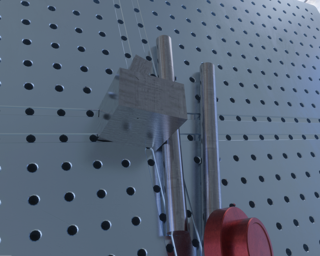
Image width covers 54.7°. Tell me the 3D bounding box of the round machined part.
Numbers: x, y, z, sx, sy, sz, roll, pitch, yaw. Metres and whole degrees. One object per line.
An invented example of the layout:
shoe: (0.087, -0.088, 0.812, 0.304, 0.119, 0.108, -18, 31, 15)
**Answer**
round machined part: (0.092, 0.136, 0.341, 0.098, 0.042, 0.098, 31, 49, -43)

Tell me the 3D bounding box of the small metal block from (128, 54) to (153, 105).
small metal block: (-0.037, -0.060, 0.410, 0.025, 0.050, 0.050, 27, 52, -12)

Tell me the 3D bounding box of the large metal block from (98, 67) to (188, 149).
large metal block: (-0.024, -0.019, 0.373, 0.081, 0.080, 0.050, 11, 57, -23)

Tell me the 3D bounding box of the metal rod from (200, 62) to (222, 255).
metal rod: (0.069, 0.025, 0.431, 0.025, 0.025, 0.300, 17, 55, -19)

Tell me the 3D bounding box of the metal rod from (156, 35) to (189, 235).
metal rod: (0.013, -0.011, 0.423, 0.025, 0.025, 0.299, 11, 57, -23)
